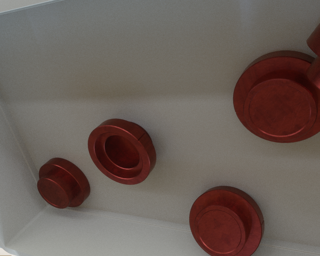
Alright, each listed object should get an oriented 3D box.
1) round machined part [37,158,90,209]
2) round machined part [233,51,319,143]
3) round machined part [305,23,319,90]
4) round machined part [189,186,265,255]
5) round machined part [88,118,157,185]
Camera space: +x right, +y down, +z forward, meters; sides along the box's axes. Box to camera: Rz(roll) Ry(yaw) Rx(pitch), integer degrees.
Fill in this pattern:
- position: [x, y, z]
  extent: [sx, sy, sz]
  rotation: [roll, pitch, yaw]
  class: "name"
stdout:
- position: [-0.178, 0.105, 0.554]
  extent: [0.098, 0.042, 0.097]
  rotation: [13, 124, 20]
  class: "round machined part"
- position: [0.123, -0.026, 0.317]
  extent: [0.098, 0.042, 0.097]
  rotation: [13, 124, 20]
  class: "round machined part"
- position: [0.160, -0.043, 0.248]
  extent: [0.098, 0.098, 0.042]
  rotation: [33, 124, 6]
  class: "round machined part"
- position: [0.084, 0.130, 0.410]
  extent: [0.098, 0.042, 0.097]
  rotation: [2, 95, 27]
  class: "round machined part"
- position: [-0.049, 0.029, 0.440]
  extent: [0.098, 0.042, 0.097]
  rotation: [13, 124, 20]
  class: "round machined part"
